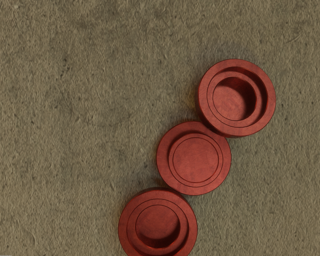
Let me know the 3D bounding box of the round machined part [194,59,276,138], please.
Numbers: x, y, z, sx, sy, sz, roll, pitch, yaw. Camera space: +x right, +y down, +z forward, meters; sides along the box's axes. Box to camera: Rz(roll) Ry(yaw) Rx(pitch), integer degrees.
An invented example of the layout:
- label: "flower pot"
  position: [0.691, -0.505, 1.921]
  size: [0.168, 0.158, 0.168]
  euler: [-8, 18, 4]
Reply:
- label: "round machined part"
  position: [0.092, -0.035, 0.396]
  size: [0.099, 0.042, 0.097]
  euler: [1, 81, -6]

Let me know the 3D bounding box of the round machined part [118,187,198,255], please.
- label: "round machined part"
  position: [-0.003, 0.125, 0.401]
  size: [0.099, 0.042, 0.097]
  euler: [0, 90, 0]

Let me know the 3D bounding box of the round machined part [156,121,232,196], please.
- label: "round machined part"
  position: [0.044, 0.040, 0.402]
  size: [0.099, 0.042, 0.097]
  euler: [0, 90, 0]
